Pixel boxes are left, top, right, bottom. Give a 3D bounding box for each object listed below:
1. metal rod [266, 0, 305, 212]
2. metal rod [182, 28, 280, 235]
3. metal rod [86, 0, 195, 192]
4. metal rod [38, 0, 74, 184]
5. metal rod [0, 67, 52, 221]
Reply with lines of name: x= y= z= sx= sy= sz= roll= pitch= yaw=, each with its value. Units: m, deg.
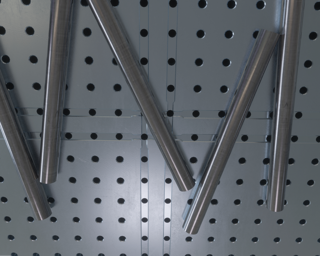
metal rod: x=0.161 y=-0.024 z=0.405 sx=0.025 sy=0.025 sz=0.298 roll=-3 pitch=110 yaw=1
metal rod: x=0.089 y=0.019 z=0.420 sx=0.025 sy=0.025 sz=0.298 roll=16 pitch=109 yaw=-6
metal rod: x=-0.022 y=-0.045 z=0.396 sx=0.025 sy=0.025 sz=0.299 roll=-23 pitch=109 yaw=8
metal rod: x=-0.130 y=-0.065 z=0.388 sx=0.025 sy=0.025 sz=0.298 roll=10 pitch=110 yaw=-4
metal rod: x=-0.200 y=-0.009 z=0.408 sx=0.025 sy=0.025 sz=0.298 roll=-10 pitch=110 yaw=3
